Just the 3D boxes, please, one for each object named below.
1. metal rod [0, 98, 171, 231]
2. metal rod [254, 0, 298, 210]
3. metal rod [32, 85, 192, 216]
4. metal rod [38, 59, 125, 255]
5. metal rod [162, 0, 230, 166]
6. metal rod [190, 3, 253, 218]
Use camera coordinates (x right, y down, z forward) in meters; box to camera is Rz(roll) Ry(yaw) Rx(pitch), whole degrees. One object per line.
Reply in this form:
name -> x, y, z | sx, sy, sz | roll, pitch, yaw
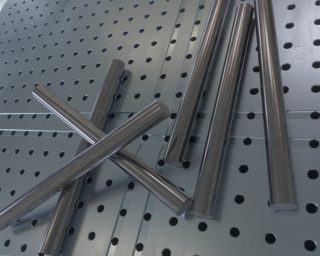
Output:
metal rod -> -0.113, 0.056, 0.395 | 0.300, 0.025, 0.025 | -34, 51, 19
metal rod -> 0.133, -0.054, 0.371 | 0.025, 0.025, 0.300 | -8, 58, 24
metal rod -> -0.081, 0.015, 0.416 | 0.300, 0.025, 0.025 | 34, 80, 30
metal rod -> -0.104, 0.026, 0.448 | 0.025, 0.025, 0.300 | 1, 62, 28
metal rod -> 0.059, -0.090, 0.432 | 0.025, 0.025, 0.300 | 5, 64, 30
metal rod -> 0.084, -0.039, 0.388 | 0.025, 0.025, 0.300 | 3, 63, 29
